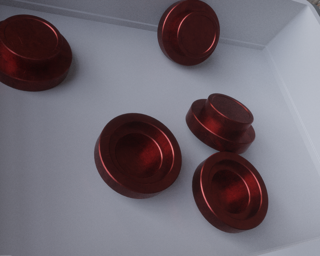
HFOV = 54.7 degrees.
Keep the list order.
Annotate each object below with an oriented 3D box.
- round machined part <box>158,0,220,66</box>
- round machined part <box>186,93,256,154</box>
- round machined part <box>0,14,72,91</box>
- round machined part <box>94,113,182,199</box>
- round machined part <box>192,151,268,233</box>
[{"bbox_3d":[0.049,-0.143,0.471,0.099,0.097,0.042,6,18,-25],"label":"round machined part"},{"bbox_3d":[0.089,-0.012,0.429,0.099,0.042,0.098,18,33,-12],"label":"round machined part"},{"bbox_3d":[-0.155,-0.096,0.370,0.099,0.042,0.098,14,56,-21],"label":"round machined part"},{"bbox_3d":[-0.028,0.035,0.358,0.099,0.042,0.098,14,56,-21],"label":"round machined part"},{"bbox_3d":[0.083,0.082,0.389,0.099,0.042,0.098,13,56,-21],"label":"round machined part"}]
